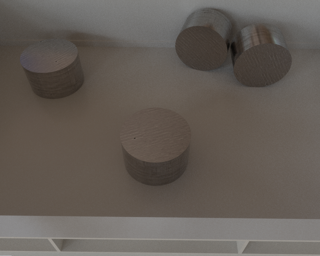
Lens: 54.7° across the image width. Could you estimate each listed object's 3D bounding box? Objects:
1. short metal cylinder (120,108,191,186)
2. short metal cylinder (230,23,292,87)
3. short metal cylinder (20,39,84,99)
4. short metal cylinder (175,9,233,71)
[{"bbox_3d":[-0.005,0.022,0.370,0.080,0.050,0.080,0,50,0],"label":"short metal cylinder"},{"bbox_3d":[0.148,-0.107,0.460,0.080,0.080,0.050,2,50,1],"label":"short metal cylinder"},{"bbox_3d":[-0.159,-0.089,0.463,0.080,0.050,0.080,0,50,0],"label":"short metal cylinder"},{"bbox_3d":[0.070,-0.137,0.485,0.080,0.080,0.050,14,52,11],"label":"short metal cylinder"}]
